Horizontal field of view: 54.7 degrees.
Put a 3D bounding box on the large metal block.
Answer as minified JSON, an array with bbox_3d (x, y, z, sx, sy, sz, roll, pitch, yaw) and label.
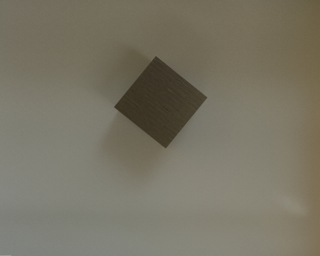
[{"bbox_3d":[0.001,-0.031,0.399,0.080,0.050,0.080,39,90,-1],"label":"large metal block"}]
